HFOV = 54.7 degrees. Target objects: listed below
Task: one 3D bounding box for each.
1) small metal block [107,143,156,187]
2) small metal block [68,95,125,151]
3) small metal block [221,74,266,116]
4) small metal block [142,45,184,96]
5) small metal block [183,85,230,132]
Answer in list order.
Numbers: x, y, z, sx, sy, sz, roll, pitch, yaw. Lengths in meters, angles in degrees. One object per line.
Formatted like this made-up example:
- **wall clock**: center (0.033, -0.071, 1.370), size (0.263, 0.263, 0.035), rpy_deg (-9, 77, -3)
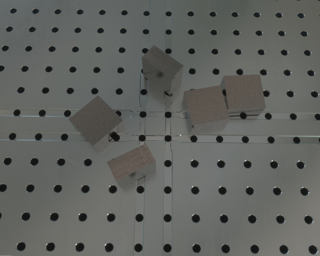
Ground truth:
- **small metal block**: center (-0.033, 0.047, 0.381), size (0.050, 0.050, 0.025), rpy_deg (-26, 72, -9)
- **small metal block**: center (-0.083, -0.007, 0.413), size (0.050, 0.025, 0.050), rpy_deg (-42, 76, -14)
- **small metal block**: center (0.114, -0.045, 0.430), size (0.050, 0.025, 0.050), rpy_deg (-2, 70, -1)
- **small metal block**: center (0.003, -0.078, 0.427), size (0.050, 0.050, 0.025), rpy_deg (37, 74, 12)
- **small metal block**: center (0.062, -0.027, 0.422), size (0.050, 0.025, 0.050), rpy_deg (-10, 70, -4)
